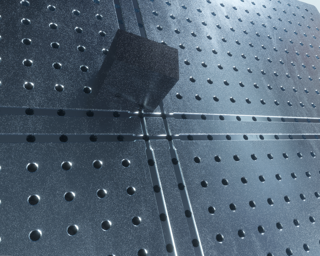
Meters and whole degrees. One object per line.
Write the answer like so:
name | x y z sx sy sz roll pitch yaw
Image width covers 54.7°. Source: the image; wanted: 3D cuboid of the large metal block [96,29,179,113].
large metal block | -0.030 -0.070 0.401 0.081 0.080 0.050 14 56 -21
